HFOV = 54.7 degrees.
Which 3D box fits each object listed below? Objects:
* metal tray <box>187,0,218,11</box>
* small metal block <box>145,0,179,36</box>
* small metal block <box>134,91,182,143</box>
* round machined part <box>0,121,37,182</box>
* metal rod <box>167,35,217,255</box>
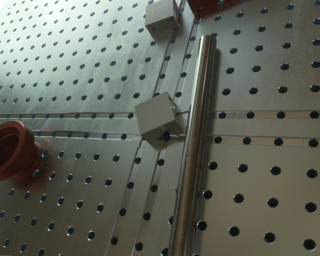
[{"bbox_3d":[0.101,-0.256,0.510,0.130,0.030,0.090,-19,54,16],"label":"metal tray"},{"bbox_3d":[0.004,-0.189,0.523,0.050,0.025,0.050,-13,56,21],"label":"small metal block"},{"bbox_3d":[-0.003,-0.015,0.419,0.050,0.025,0.050,-24,53,13],"label":"small metal block"},{"bbox_3d":[-0.240,0.040,0.499,0.098,0.042,0.098,-13,56,21],"label":"round machined part"},{"bbox_3d":[0.044,0.005,0.381,0.025,0.025,0.300,-4,60,26],"label":"metal rod"}]
